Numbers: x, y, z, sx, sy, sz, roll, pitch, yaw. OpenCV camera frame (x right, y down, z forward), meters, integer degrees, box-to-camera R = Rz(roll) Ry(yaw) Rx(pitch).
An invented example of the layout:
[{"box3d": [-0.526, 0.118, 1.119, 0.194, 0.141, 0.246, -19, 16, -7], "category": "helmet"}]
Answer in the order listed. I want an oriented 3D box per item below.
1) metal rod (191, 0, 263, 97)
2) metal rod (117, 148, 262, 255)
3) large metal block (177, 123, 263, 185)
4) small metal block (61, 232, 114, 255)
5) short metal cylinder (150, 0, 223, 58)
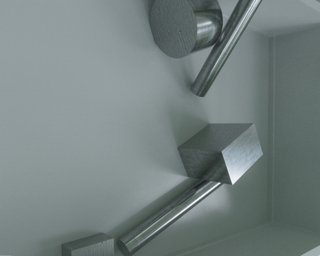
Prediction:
[{"box3d": [0.112, -0.159, 0.370, 0.025, 0.025, 0.298, -12, 143, -40], "category": "metal rod"}, {"box3d": [0.064, 0.091, 0.462, 0.302, 0.025, 0.025, -26, 107, -37], "category": "metal rod"}, {"box3d": [0.087, 0.033, 0.446, 0.081, 0.080, 0.050, -33, 111, -35], "category": "large metal block"}, {"box3d": [-0.079, 0.150, 0.342, 0.050, 0.025, 0.050, -2, 92, -40], "category": "small metal block"}, {"box3d": [0.033, -0.136, 0.400, 0.050, 0.080, 0.080, -28, 108, -37], "category": "short metal cylinder"}]
